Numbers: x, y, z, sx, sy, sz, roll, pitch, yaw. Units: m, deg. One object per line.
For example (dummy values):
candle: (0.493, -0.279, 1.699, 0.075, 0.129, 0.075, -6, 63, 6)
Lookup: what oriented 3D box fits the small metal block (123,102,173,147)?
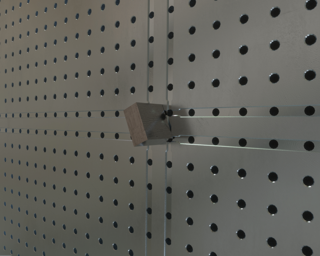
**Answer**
small metal block: (-0.015, -0.004, 0.406, 0.025, 0.050, 0.050, -28, 73, 36)
